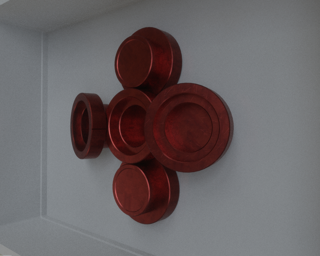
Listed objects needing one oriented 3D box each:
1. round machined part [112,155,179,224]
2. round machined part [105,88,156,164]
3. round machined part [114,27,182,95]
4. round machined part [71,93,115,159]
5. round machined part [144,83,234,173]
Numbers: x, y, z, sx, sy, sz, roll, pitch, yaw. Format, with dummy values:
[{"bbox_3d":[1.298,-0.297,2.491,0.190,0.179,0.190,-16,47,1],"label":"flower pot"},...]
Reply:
[{"bbox_3d":[-0.026,0.080,0.415,0.098,0.042,0.097,0,90,40],"label":"round machined part"},{"bbox_3d":[-0.027,-0.003,0.415,0.098,0.042,0.097,0,90,40],"label":"round machined part"},{"bbox_3d":[-0.023,-0.085,0.412,0.098,0.042,0.097,0,90,40],"label":"round machined part"},{"bbox_3d":[-0.099,-0.003,0.465,0.098,0.042,0.097,0,89,57],"label":"round machined part"},{"bbox_3d":[0.035,0.000,0.354,0.098,0.042,0.097,0,90,23],"label":"round machined part"}]
